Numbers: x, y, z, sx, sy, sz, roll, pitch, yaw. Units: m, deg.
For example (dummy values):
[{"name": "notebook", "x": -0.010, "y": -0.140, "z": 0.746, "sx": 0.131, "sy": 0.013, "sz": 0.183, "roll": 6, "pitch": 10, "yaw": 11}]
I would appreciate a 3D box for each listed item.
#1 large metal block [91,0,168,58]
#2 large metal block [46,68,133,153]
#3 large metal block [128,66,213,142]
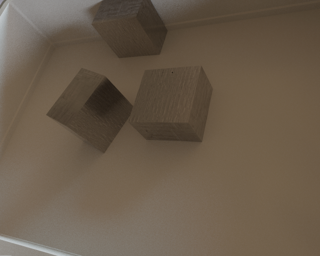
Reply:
[{"name": "large metal block", "x": -0.045, "y": -0.159, "z": 0.490, "sx": 0.080, "sy": 0.080, "sz": 0.050, "roll": 2, "pitch": 63, "yaw": 29}, {"name": "large metal block", "x": -0.093, "y": -0.023, "z": 0.432, "sx": 0.050, "sy": 0.080, "sz": 0.080, "roll": 23, "pitch": 74, "yaw": 36}, {"name": "large metal block", "x": 0.016, "y": -0.030, "z": 0.399, "sx": 0.080, "sy": 0.050, "sz": 0.080, "roll": 1, "pitch": 62, "yaw": 28}]
